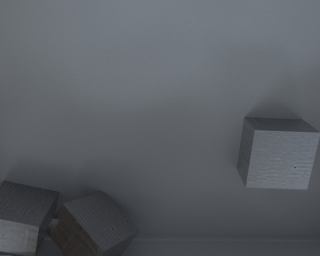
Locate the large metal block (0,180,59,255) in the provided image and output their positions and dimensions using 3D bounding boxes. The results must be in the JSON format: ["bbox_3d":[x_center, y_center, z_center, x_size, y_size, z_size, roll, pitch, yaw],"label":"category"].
[{"bbox_3d":[-0.195,0.122,0.425,0.080,0.080,0.050,13,110,-5],"label":"large metal block"}]

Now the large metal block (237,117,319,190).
[{"bbox_3d":[0.153,0.033,0.411,0.081,0.050,0.079,2,110,-1],"label":"large metal block"}]

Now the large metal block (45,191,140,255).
[{"bbox_3d":[-0.088,0.138,0.416,0.080,0.080,0.050,41,108,21],"label":"large metal block"}]
